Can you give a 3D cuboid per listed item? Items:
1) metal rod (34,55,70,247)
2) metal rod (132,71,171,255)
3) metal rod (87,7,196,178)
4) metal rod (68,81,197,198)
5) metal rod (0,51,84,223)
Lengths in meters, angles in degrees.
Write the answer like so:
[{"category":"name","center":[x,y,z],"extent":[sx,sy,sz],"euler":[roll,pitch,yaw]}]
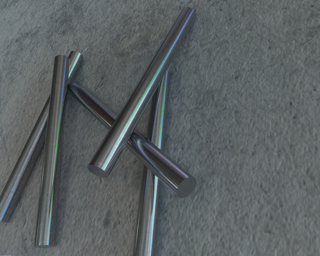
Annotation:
[{"category":"metal rod","center":[-0.155,0.016,0.456],"extent":[0.025,0.025,0.299],"euler":[-15,61,19]},{"category":"metal rod","center":[-0.009,0.053,0.374],"extent":[0.025,0.025,0.299],"euler":[-9,58,23]},{"category":"metal rod","center":[-0.010,-0.067,0.409],"extent":[0.025,0.025,0.300],"euler":[4,51,30]},{"category":"metal rod","center":[-0.058,-0.004,0.412],"extent":[0.025,0.025,0.300],"euler":[-48,45,-5]},{"category":"metal rod","center":[-0.190,0.000,0.500],"extent":[0.025,0.025,0.300],"euler":[3,63,29]}]
